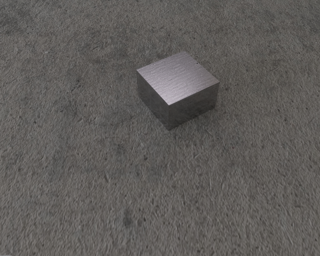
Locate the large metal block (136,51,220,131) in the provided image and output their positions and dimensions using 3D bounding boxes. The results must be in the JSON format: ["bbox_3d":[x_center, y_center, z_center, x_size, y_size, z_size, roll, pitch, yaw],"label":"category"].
[{"bbox_3d":[0.023,-0.054,0.433,0.080,0.050,0.080,-26,55,-20],"label":"large metal block"}]
